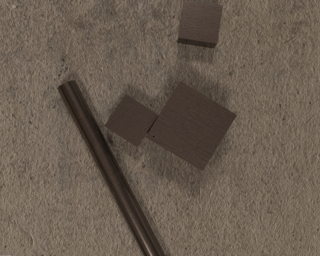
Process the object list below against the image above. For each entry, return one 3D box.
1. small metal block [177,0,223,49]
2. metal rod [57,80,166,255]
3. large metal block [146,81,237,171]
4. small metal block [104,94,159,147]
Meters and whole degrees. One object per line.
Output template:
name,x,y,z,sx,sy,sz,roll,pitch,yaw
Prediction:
small metal block,0.052,-0.137,0.411,0.050,0.025,0.050,9,90,-1
metal rod,-0.055,0.076,0.409,0.025,0.025,0.299,-27,90,0
large metal block,0.038,-0.002,0.398,0.080,0.050,0.080,31,90,-1
small metal block,-0.037,-0.010,0.410,0.050,0.025,0.050,33,90,-1
